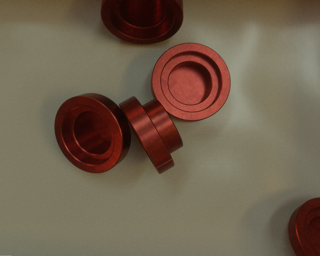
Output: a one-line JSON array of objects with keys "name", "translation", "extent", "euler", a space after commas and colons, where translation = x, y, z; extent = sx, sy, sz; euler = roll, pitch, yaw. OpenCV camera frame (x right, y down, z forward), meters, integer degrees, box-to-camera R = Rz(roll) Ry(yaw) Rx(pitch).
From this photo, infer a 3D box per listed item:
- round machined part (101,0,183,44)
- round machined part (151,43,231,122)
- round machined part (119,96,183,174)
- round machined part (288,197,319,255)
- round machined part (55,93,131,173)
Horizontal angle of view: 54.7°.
[{"name": "round machined part", "translation": [-0.021, -0.150, 0.379], "extent": [0.099, 0.098, 0.042], "euler": [1, 67, -1]}, {"name": "round machined part", "translation": [0.037, -0.056, 0.400], "extent": [0.099, 0.042, 0.097], "euler": [0, 86, -5]}, {"name": "round machined part", "translation": [-0.007, 0.003, 0.375], "extent": [0.042, 0.098, 0.098], "euler": [-30, 90, -5]}, {"name": "round machined part", "translation": [0.209, 0.141, 0.391], "extent": [0.099, 0.042, 0.098], "euler": [4, 55, -6]}, {"name": "round machined part", "translation": [-0.079, 0.004, 0.388], "extent": [0.098, 0.042, 0.097], "euler": [7, 109, 22]}]
